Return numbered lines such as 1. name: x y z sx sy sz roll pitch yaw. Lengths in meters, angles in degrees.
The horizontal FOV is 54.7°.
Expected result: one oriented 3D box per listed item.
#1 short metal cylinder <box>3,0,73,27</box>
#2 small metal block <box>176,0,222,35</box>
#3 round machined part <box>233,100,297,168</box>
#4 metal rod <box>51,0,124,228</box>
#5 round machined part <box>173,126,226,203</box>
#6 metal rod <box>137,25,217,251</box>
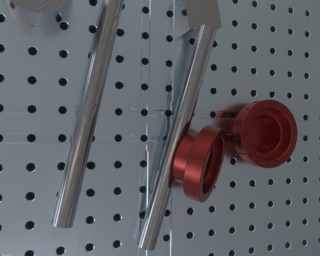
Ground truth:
1. short metal cylinder: -0.138 -0.161 0.348 0.081 0.050 0.080 0 90 -20
2. small metal block: 0.054 -0.160 0.432 0.050 0.025 0.050 -12 94 -20
3. round machined part: 0.149 0.008 0.458 0.099 0.042 0.097 0 90 -20
4. metal rod: -0.086 -0.030 0.380 0.025 0.025 0.298 13 85 -20
5. round machined part: 0.050 0.043 0.403 0.042 0.098 0.098 16 83 24
6. metal rod: 0.023 0.012 0.409 0.025 0.025 0.298 16 89 -19
